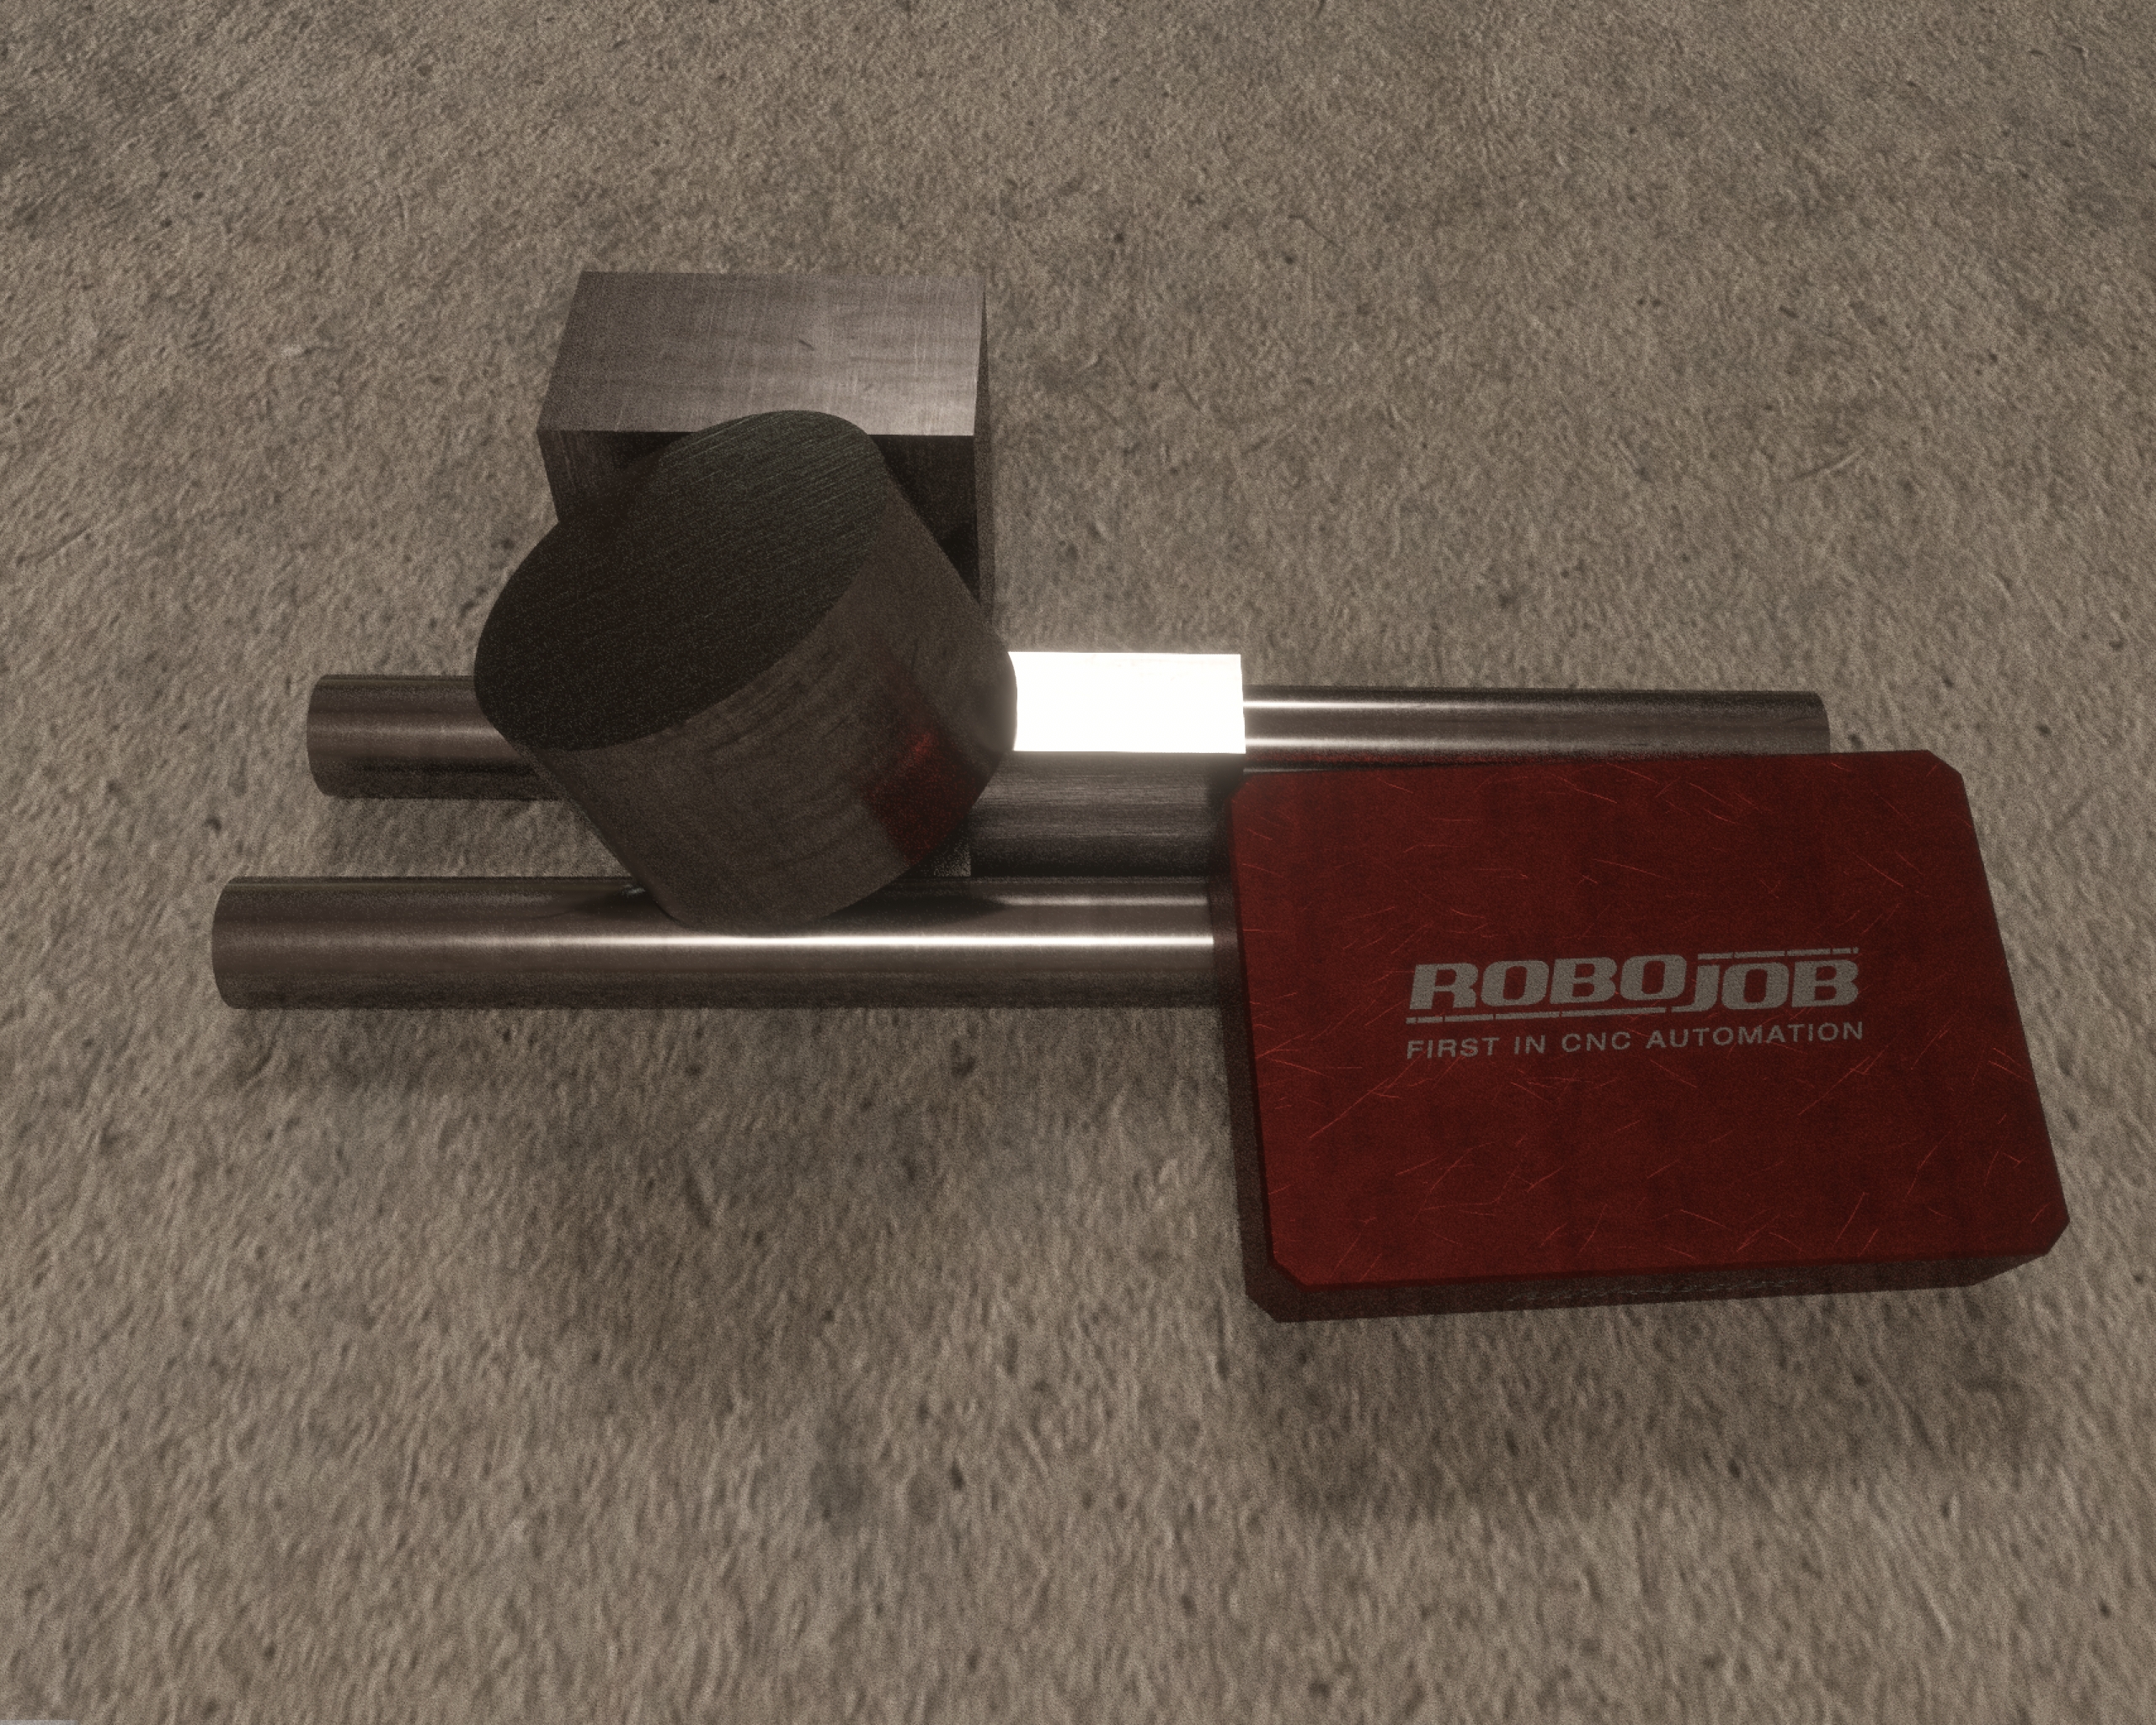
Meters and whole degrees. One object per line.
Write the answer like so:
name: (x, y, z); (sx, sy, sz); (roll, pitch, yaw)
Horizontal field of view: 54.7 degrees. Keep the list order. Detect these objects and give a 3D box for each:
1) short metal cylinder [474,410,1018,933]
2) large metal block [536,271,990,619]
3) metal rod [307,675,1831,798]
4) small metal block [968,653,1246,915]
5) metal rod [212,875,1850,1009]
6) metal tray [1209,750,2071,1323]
short metal cylinder: (-0.058, -0.034, 0.370); (0.080, 0.050, 0.080); (-16, 46, 17)
large metal block: (-0.059, -0.073, 0.430); (0.081, 0.080, 0.050); (1, 50, 0)
metal rod: (-0.002, -0.024, 0.425); (0.302, 0.025, 0.025); (1, 50, 0)
small metal block: (0.005, -0.014, 0.399); (0.050, 0.050, 0.025); (1, 50, 0)
metal rod: (-0.006, 0.015, 0.392); (0.302, 0.025, 0.025); (0, 50, -1)
metal tray: (0.092, 0.029, 0.360); (0.131, 0.030, 0.090); (-2, 68, -4)
